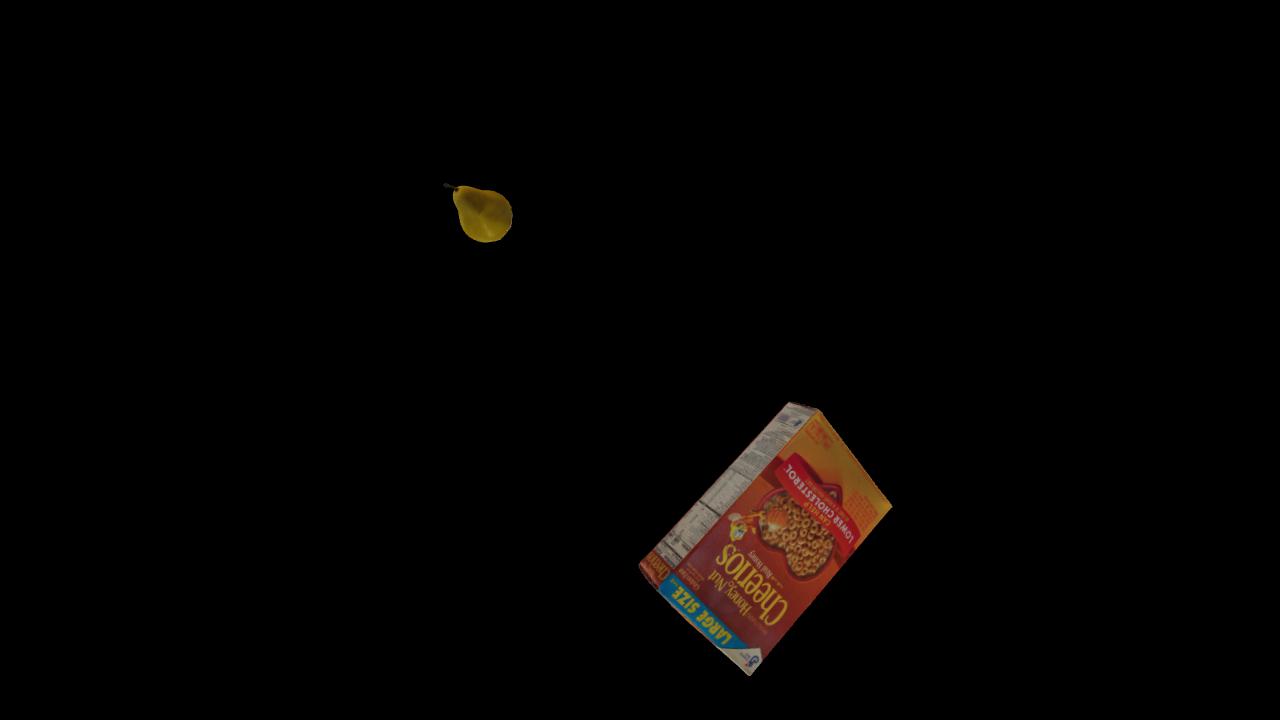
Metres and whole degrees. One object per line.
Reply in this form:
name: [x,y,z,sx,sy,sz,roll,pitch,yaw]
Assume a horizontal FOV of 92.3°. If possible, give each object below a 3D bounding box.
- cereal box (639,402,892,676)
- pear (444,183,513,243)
cereal box: [0.173,0.234,0.816,0.306,0.203,0.081,-45,21,-11]
pear: [-0.234,-0.223,0.886,0.080,0.080,0.111,0,-28,18]
